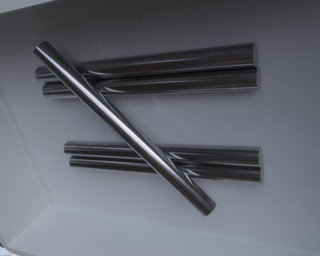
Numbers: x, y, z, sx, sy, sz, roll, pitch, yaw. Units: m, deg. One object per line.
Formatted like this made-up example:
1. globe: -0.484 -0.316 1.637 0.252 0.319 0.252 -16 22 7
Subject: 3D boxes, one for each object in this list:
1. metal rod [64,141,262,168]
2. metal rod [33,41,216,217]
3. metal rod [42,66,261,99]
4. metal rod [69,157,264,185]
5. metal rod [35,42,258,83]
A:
1. metal rod: -0.014 0.034 0.435 0.300 0.025 0.025 0 119 28
2. metal rod: -0.043 0.003 0.400 0.300 0.025 0.025 44 129 -3
3. metal rod: -0.031 -0.053 0.390 0.300 0.025 0.025 1 119 27
4. metal rod: -0.009 0.056 0.445 0.300 0.025 0.025 0 119 28
5. metal rod: -0.037 -0.075 0.379 0.300 0.025 0.025 1 119 27
